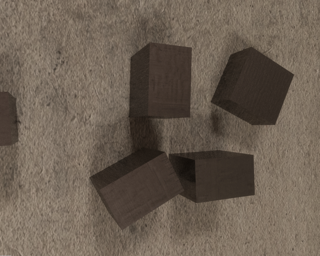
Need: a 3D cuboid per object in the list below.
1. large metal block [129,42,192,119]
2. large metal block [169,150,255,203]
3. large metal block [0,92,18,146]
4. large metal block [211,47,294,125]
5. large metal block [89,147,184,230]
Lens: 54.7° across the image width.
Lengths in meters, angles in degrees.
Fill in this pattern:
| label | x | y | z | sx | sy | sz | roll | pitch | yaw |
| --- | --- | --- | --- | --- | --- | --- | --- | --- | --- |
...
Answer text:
| label | x | y | z | sx | sy | sz | roll | pitch | yaw |
| --- | --- | --- | --- | --- | --- | --- | --- | --- | --- |
| large metal block | -0.002 | -0.053 | 0.380 | 0.050 | 0.080 | 0.079 | 2 | 90 | -20 |
| large metal block | 0.065 | 0.059 | 0.405 | 0.081 | 0.080 | 0.050 | -2 | 91 | -20 |
| large metal block | -0.190 | -0.007 | 0.309 | 0.081 | 0.080 | 0.050 | -4 | 92 | -20 |
| large metal block | 0.133 | -0.057 | 0.446 | 0.080 | 0.050 | 0.080 | 26 | 81 | -19 |
| large metal block | -0.031 | 0.066 | 0.369 | 0.080 | 0.080 | 0.050 | -29 | 100 | -18 |
